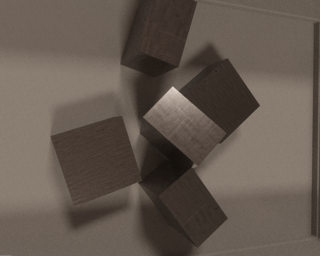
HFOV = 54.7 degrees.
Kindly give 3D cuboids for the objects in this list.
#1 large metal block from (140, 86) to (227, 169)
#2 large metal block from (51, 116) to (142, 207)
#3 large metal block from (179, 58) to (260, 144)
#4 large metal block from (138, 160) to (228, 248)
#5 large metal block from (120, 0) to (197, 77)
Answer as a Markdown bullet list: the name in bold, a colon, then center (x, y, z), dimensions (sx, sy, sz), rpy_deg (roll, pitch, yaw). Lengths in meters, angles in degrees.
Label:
- **large metal block**: center (0.024, 0.006, 0.379), dimensions (0.080, 0.080, 0.050), rpy_deg (42, 76, 5)
- **large metal block**: center (-0.077, 0.036, 0.370), dimensions (0.081, 0.050, 0.080), rpy_deg (-19, 97, -19)
- **large metal block**: center (0.075, -0.036, 0.426), dimensions (0.080, 0.050, 0.080), rpy_deg (-42, 104, -15)
- **large metal block**: center (0.026, 0.091, 0.392), dimensions (0.050, 0.080, 0.080), rpy_deg (-39, 103, -16)
- **large metal block**: center (-0.005, -0.114, 0.380), dimensions (0.050, 0.080, 0.080), rpy_deg (18, 84, -20)
